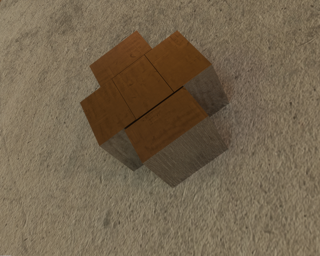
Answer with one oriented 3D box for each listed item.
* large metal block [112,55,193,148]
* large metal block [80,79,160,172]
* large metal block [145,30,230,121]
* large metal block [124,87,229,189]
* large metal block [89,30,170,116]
[{"bbox_3d":[-0.006,-0.031,0.392,0.050,0.080,0.080,-36,51,4],"label":"large metal block"},{"bbox_3d":[-0.047,-0.002,0.395,0.050,0.080,0.080,-36,51,4],"label":"large metal block"},{"bbox_3d":[0.035,-0.061,0.389,0.050,0.080,0.080,-36,51,4],"label":"large metal block"},{"bbox_3d":[0.021,0.014,0.350,0.080,0.080,0.050,-36,51,4],"label":"large metal block"},{"bbox_3d":[-0.036,-0.073,0.433,0.080,0.080,0.050,-36,51,4],"label":"large metal block"}]
